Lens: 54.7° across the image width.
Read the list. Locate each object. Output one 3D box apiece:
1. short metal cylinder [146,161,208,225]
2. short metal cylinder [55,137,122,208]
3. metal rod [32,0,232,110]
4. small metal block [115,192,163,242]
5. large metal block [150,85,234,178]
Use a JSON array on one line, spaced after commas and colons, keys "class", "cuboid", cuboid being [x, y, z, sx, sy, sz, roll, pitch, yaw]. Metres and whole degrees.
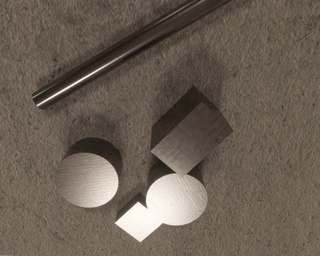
[{"class": "short metal cylinder", "cuboid": [0.022, 0.086, 0.429, 0.081, 0.050, 0.079, 0, 110, -1]}, {"class": "short metal cylinder", "cuboid": [-0.093, 0.059, 0.417, 0.081, 0.050, 0.079, 0, 110, -1]}, {"class": "metal rod", "cuboid": [-0.023, -0.104, 0.371, 0.301, 0.025, 0.025, -28, 108, 9]}, {"class": "small metal block", "cuboid": [-0.030, 0.132, 0.458, 0.050, 0.025, 0.050, 42, 104, -14]}, {"class": "large metal block", "cuboid": [0.035, 0.001, 0.381, 0.050, 0.080, 0.080, 42, 105, -14]}]
